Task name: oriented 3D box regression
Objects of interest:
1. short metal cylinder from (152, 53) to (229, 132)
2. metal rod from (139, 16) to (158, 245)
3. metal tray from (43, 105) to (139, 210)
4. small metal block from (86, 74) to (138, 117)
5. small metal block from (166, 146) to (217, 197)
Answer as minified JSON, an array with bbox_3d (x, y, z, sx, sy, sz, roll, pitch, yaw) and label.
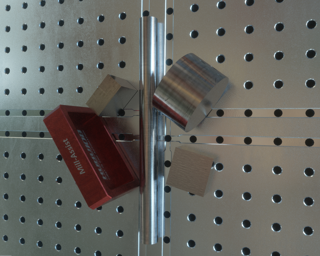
[{"bbox_3d":[0.036,-0.041,0.370,0.050,0.080,0.080,39,102,15],"label":"short metal cylinder"},{"bbox_3d":[-0.015,0.003,0.416,0.025,0.025,0.298,0,90,19],"label":"metal rod"},{"bbox_3d":[-0.086,0.033,0.406,0.030,0.090,0.130,-34,79,17],"label":"metal tray"},{"bbox_3d":[-0.064,-0.042,0.420,0.025,0.050,0.050,43,103,14],"label":"small metal block"},{"bbox_3d":[0.041,0.055,0.398,0.050,0.025,0.050,16,95,19],"label":"small metal block"}]
